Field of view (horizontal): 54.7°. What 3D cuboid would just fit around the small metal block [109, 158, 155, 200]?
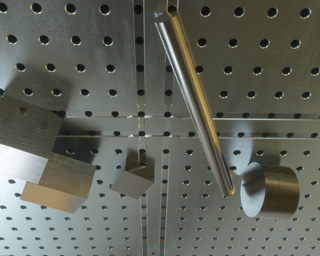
[{"bbox_3d":[-0.043,0.080,0.479,0.050,0.025,0.050,26,125,-21],"label":"small metal block"}]

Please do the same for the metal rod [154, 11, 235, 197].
[{"bbox_3d":[0.057,-0.007,0.406,0.025,0.025,0.299,-16,129,13],"label":"metal rod"}]

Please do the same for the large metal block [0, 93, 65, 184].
[{"bbox_3d":[-0.174,0.013,0.384,0.080,0.080,0.050,22,126,-18],"label":"large metal block"}]

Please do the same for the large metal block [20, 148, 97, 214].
[{"bbox_3d":[-0.148,0.080,0.448,0.080,0.050,0.080,21,143,-18],"label":"large metal block"}]

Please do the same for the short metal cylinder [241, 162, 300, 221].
[{"bbox_3d":[0.160,0.093,0.458,0.050,0.080,0.079,9,130,-8],"label":"short metal cylinder"}]
